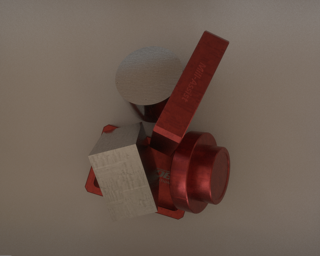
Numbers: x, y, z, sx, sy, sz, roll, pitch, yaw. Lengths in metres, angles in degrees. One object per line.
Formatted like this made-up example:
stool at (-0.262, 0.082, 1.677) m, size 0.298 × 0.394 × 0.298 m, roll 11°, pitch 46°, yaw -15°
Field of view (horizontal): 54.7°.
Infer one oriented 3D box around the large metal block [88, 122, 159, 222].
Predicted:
large metal block at (-0.037, 0.047, 0.359) m, size 0.050 × 0.080 × 0.080 m, roll -15°, pitch 106°, yaw 6°

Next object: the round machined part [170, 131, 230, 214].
round machined part at (0.053, 0.054, 0.371) m, size 0.042 × 0.098 × 0.097 m, roll 6°, pitch 90°, yaw 30°

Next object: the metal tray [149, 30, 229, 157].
metal tray at (0.032, -0.036, 0.362) m, size 0.030 × 0.090 × 0.130 m, roll 27°, pitch 74°, yaw 3°

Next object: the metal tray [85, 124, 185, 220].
metal tray at (-0.021, 0.056, 0.406) m, size 0.131 × 0.030 × 0.090 m, roll 17°, pitch 90°, yaw 0°

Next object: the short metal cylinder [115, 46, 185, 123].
short metal cylinder at (-0.009, -0.053, 0.382) m, size 0.080 × 0.050 × 0.080 m, roll -4°, pitch 67°, yaw 10°
